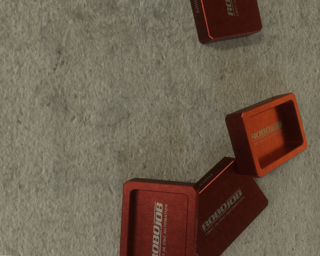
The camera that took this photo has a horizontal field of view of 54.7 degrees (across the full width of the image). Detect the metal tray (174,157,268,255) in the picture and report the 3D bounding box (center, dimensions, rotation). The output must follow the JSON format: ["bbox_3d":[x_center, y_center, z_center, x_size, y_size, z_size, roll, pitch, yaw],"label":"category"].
[{"bbox_3d":[0.082,0.114,0.438,0.131,0.030,0.090,-40,103,-16],"label":"metal tray"}]

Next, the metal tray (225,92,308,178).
[{"bbox_3d":[0.157,0.007,0.447,0.131,0.030,0.089,-20,96,-35],"label":"metal tray"}]

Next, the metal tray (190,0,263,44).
[{"bbox_3d":[0.088,-0.193,0.440,0.091,0.030,0.129,-15,95,-20],"label":"metal tray"}]

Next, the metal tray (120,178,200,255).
[{"bbox_3d":[-0.001,0.131,0.383,0.090,0.030,0.129,3,89,13],"label":"metal tray"}]
